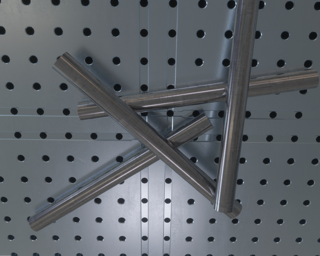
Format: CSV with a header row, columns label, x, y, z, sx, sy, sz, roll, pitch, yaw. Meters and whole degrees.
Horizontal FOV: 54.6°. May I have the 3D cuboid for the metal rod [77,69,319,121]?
label,x,y,z,sx,sy,sz,roll,pitch,yaw
metal rod,0.046,-0.042,0.398,0.301,0.025,0.025,-8,110,2

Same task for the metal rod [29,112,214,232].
label,x,y,z,sx,sy,sz,roll,pitch,yaw
metal rod,-0.061,0.066,0.437,0.300,0.025,0.025,-32,107,11

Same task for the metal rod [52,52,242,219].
label,x,y,z,sx,sy,sz,roll,pitch,yaw
metal rod,-0.006,0.018,0.392,0.300,0.025,0.025,41,105,-14

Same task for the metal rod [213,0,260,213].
label,x,y,z,sx,sy,sz,roll,pitch,yaw
metal rod,0.092,-0.044,0.370,0.025,0.025,0.298,4,100,-2
